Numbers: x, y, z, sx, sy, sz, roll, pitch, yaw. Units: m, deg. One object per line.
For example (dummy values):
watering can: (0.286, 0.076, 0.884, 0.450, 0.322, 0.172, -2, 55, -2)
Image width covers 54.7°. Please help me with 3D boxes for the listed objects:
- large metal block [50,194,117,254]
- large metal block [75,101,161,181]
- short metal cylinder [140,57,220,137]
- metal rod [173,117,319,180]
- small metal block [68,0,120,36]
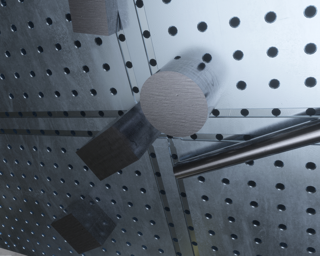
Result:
large metal block: (-0.143, 0.182, 0.580, 0.080, 0.050, 0.080, -34, 100, 38)
large metal block: (-0.050, 0.015, 0.410, 0.080, 0.080, 0.050, -32, 101, 38)
short metal cylinder: (0.024, -0.036, 0.359, 0.080, 0.050, 0.079, 13, 124, 20)
metal rod: (0.139, 0.014, 0.346, 0.299, 0.025, 0.025, -22, 107, 36)
small metal block: (-0.078, -0.139, 0.365, 0.050, 0.025, 0.050, 12, 124, 21)
